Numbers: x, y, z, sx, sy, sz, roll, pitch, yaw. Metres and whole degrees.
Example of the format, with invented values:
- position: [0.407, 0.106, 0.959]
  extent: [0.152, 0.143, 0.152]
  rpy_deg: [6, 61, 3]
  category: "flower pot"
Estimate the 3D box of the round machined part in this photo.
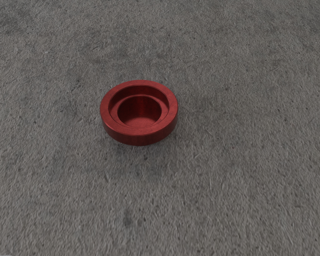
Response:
- position: [-0.026, -0.015, 0.405]
  extent: [0.099, 0.042, 0.098]
  rpy_deg: [0, 50, 0]
  category: "round machined part"
